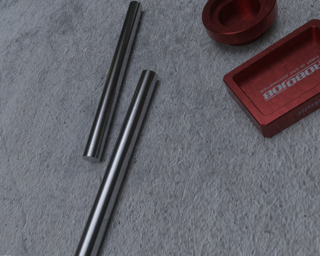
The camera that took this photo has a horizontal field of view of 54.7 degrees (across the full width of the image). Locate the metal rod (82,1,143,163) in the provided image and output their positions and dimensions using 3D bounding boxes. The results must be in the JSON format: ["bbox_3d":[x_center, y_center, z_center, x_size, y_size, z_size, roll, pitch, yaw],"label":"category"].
[{"bbox_3d":[-0.069,-0.088,0.492,0.025,0.025,0.299,-3,60,26],"label":"metal rod"}]

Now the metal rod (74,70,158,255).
[{"bbox_3d":[-0.056,0.053,0.399,0.025,0.025,0.300,4,63,29],"label":"metal rod"}]

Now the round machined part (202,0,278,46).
[{"bbox_3d":[0.111,-0.153,0.428,0.098,0.042,0.098,-13,56,20],"label":"round machined part"}]

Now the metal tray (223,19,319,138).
[{"bbox_3d":[0.152,-0.059,0.356,0.130,0.030,0.090,-32,52,6],"label":"metal tray"}]
